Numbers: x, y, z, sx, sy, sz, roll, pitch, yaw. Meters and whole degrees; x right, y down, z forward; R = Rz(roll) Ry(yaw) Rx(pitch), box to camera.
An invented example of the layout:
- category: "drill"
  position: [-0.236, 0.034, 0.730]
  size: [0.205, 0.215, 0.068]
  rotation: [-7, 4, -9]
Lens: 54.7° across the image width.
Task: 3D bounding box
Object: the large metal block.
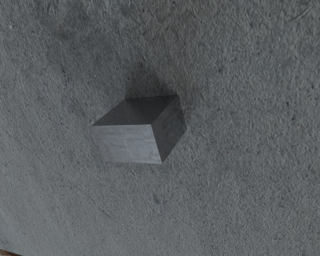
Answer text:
- category: "large metal block"
  position: [-0.022, 0.000, 0.383]
  size: [0.080, 0.080, 0.050]
  rotation: [-1, 118, 28]
